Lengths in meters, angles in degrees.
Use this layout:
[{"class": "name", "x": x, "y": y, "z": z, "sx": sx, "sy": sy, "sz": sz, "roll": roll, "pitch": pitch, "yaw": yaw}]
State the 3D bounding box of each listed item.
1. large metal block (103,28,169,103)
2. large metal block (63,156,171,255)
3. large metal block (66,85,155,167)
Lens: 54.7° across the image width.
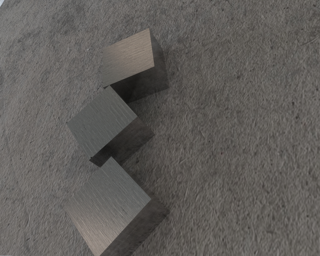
[{"class": "large metal block", "x": -0.037, "y": -0.090, "z": 0.463, "sx": 0.080, "sy": 0.050, "sz": 0.080, "roll": -19, "pitch": 54, "yaw": 17}, {"class": "large metal block", "x": -0.050, "y": 0.094, "z": 0.357, "sx": 0.080, "sy": 0.050, "sz": 0.080, "roll": -47, "pitch": 51, "yaw": -5}, {"class": "large metal block", "x": -0.068, "y": 0.002, "z": 0.423, "sx": 0.080, "sy": 0.050, "sz": 0.080, "roll": -42, "pitch": 51, "yaw": -1}]
